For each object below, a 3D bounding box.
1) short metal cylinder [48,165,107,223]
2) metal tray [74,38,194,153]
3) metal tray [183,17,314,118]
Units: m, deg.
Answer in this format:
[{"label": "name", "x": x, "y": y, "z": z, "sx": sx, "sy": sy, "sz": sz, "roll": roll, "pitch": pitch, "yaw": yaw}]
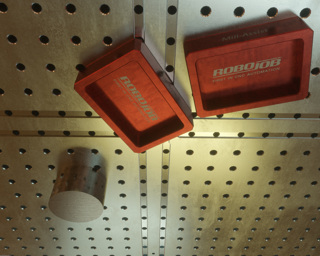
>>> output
[{"label": "short metal cylinder", "x": -0.125, "y": 0.103, "z": 0.481, "sx": 0.081, "sy": 0.050, "sz": 0.079, "roll": 0, "pitch": 130, "yaw": 0}, {"label": "metal tray", "x": -0.028, "y": -0.032, "z": 0.380, "sx": 0.090, "sy": 0.030, "sz": 0.130, "roll": -25, "pitch": 126, "yaw": 19}, {"label": "metal tray", "x": 0.099, "y": -0.065, "z": 0.354, "sx": 0.131, "sy": 0.030, "sz": 0.090, "roll": -10, "pitch": 130, "yaw": 8}]
